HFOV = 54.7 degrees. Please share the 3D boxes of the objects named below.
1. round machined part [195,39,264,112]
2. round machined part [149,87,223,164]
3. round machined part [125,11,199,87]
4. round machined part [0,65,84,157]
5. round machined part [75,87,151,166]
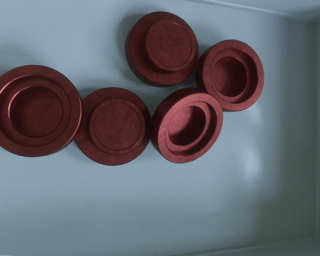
[{"bbox_3d":[0.094,-0.071,0.437,0.099,0.042,0.097,0,90,-21],"label":"round machined part"},{"bbox_3d":[0.030,-0.006,0.400,0.099,0.042,0.097,-15,122,-25],"label":"round machined part"},{"bbox_3d":[0.007,-0.104,0.405,0.099,0.042,0.097,0,90,-21],"label":"round machined part"},{"bbox_3d":[-0.135,-0.017,0.344,0.099,0.042,0.097,0,86,-6],"label":"round machined part"},{"bbox_3d":[-0.056,-0.002,0.382,0.099,0.042,0.097,0,90,-20],"label":"round machined part"}]
